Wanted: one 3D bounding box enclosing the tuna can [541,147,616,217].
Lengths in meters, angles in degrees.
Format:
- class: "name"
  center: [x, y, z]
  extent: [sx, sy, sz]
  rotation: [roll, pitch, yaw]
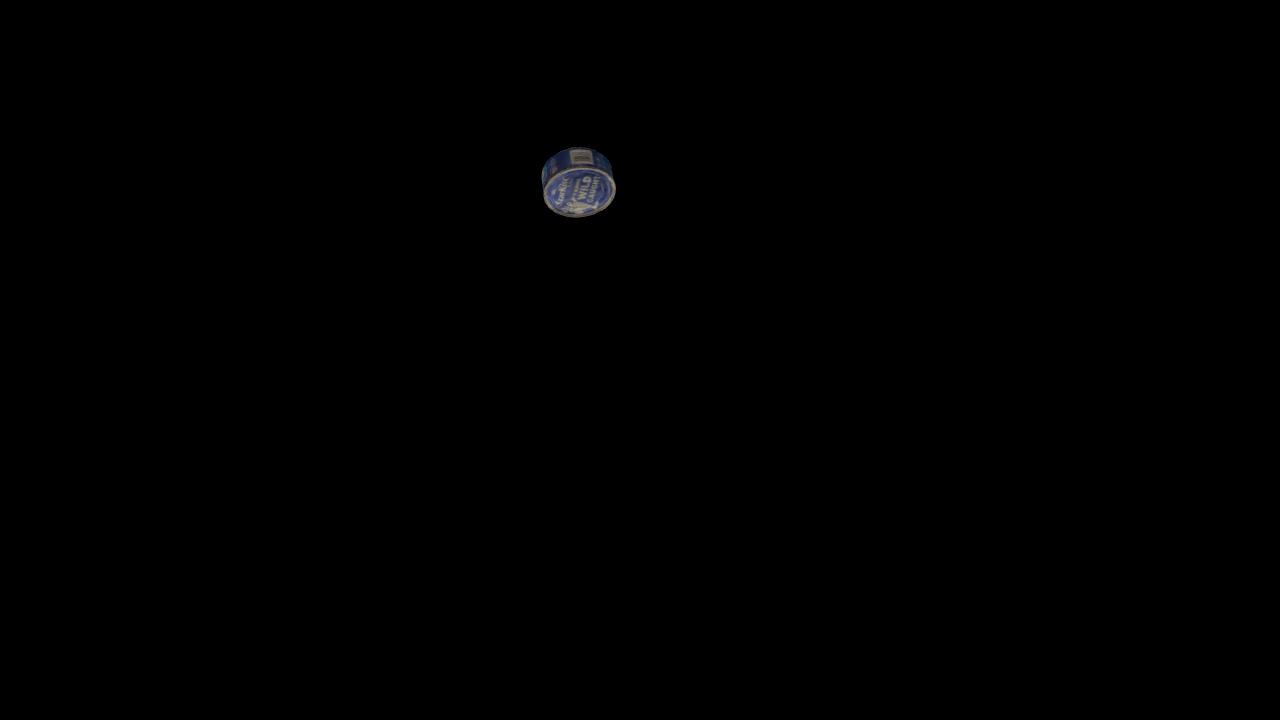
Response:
- class: "tuna can"
  center: [-0.072, -0.205, 0.712]
  extent: [0.084, 0.034, 0.084]
  rotation: [-10, -24, -4]
